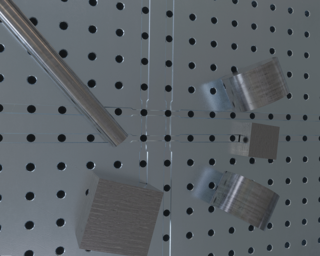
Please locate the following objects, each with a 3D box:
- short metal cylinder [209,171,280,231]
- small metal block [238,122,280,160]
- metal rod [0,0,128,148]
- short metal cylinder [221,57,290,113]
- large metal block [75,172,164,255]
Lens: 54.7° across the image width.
[{"bbox_3d":[0.115,0.100,0.426,0.080,0.080,0.050,30,80,-18],"label":"short metal cylinder"},{"bbox_3d":[0.150,0.020,0.468,0.050,0.025,0.050,8,87,-20],"label":"small metal block"},{"bbox_3d":[-0.143,-0.096,0.359,0.025,0.025,0.300,-43,104,-15],"label":"metal rod"},{"bbox_3d":[0.132,-0.060,0.432,0.081,0.080,0.050,-26,99,-18],"label":"short metal cylinder"},{"bbox_3d":[-0.051,0.105,0.381,0.081,0.050,0.080,17,84,-19],"label":"large metal block"}]
